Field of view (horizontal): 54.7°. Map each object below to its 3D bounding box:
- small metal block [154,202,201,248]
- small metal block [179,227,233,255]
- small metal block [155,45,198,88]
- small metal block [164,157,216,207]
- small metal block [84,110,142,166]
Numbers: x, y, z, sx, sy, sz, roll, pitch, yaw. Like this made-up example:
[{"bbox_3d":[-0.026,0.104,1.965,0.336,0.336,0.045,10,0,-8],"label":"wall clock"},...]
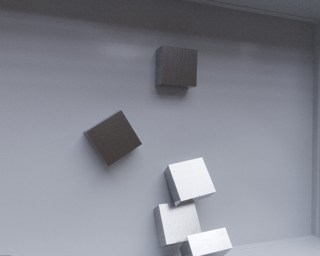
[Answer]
[{"bbox_3d":[0.023,0.126,0.409,0.050,0.025,0.050,-2,62,-21],"label":"small metal block"},{"bbox_3d":[0.056,0.151,0.390,0.050,0.050,0.025,-7,55,-15],"label":"small metal block"},{"bbox_3d":[0.022,-0.081,0.420,0.050,0.025,0.050,2,89,-21],"label":"small metal block"},{"bbox_3d":[0.039,0.072,0.415,0.050,0.025,0.050,-10,64,-20],"label":"small metal block"},{"bbox_3d":[-0.059,0.012,0.389,0.050,0.025,0.050,-34,101,-17],"label":"small metal block"}]
